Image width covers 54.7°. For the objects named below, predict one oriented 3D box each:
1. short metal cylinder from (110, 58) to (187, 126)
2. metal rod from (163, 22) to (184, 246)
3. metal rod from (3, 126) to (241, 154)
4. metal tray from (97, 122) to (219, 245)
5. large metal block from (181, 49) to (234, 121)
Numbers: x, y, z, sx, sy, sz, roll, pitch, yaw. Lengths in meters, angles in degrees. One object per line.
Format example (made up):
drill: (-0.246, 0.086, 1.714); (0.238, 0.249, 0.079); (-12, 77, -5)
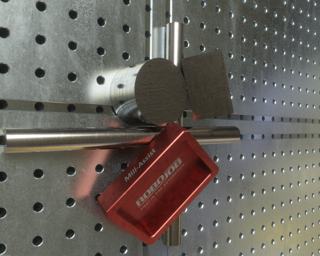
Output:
short metal cylinder: (-0.013, -0.042, 0.381); (0.081, 0.050, 0.079); (0, 90, -40)
metal rod: (0.019, 0.008, 0.425); (0.025, 0.025, 0.298); (1, 90, -40)
metal rod: (-0.018, 0.011, 0.372); (0.303, 0.025, 0.025); (-1, 91, -33)
metal tray: (0.002, 0.068, 0.374); (0.130, 0.030, 0.090); (-46, 126, -7)
large metal block: (0.065, -0.061, 0.421); (0.080, 0.050, 0.080); (-58, 136, -73)
